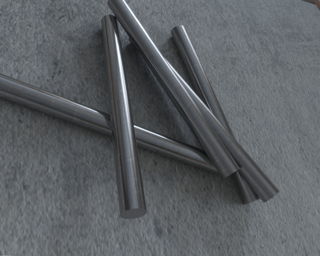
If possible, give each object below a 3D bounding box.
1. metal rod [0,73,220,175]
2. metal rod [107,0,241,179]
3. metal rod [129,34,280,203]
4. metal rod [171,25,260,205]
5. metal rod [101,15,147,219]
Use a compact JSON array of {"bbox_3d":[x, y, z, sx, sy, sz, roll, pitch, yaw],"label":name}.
[{"bbox_3d":[-0.051,0.000,0.376,0.302,0.025,0.025,21,54,-16],"label":"metal rod"},{"bbox_3d":[0.011,-0.066,0.421,0.025,0.025,0.299,-22,72,-36],"label":"metal rod"},{"bbox_3d":[0.052,-0.027,0.431,0.025,0.025,0.300,-26,71,-37],"label":"metal rod"},{"bbox_3d":[0.078,-0.033,0.467,0.025,0.025,0.299,-6,65,-31],"label":"metal rod"},{"bbox_3d":[-0.050,-0.039,0.374,0.025,0.025,0.299,7,50,-25],"label":"metal rod"}]
